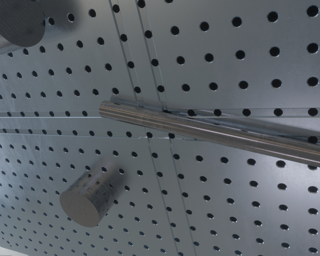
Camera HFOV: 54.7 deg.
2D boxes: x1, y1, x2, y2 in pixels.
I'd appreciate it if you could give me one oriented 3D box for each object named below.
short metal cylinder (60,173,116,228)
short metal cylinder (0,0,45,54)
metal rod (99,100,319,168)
[{"bbox_3d":[-0.125,0.125,0.538,0.080,0.050,0.079,13,124,21],"label":"short metal cylinder"},{"bbox_3d":[-0.196,-0.138,0.393,0.050,0.080,0.080,-5,116,30],"label":"short metal cylinder"},{"bbox_3d":[0.059,0.004,0.382,0.301,0.025,0.025,13,124,21],"label":"metal rod"}]
